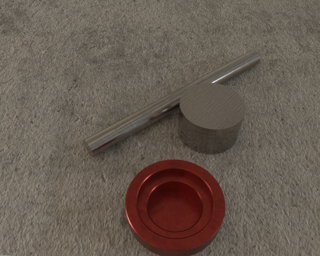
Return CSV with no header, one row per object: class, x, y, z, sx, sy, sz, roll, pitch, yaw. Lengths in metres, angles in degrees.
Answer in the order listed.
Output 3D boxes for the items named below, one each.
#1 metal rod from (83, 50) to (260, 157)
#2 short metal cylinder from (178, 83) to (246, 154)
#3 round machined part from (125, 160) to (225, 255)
metal rod,0.032,-0.044,0.440,0.302,0.025,0.025,-30,57,-23
short metal cylinder,0.064,-0.013,0.399,0.081,0.050,0.080,0,50,0
round machined part,0.015,0.085,0.321,0.099,0.042,0.098,0,50,0
